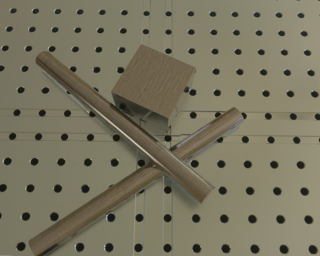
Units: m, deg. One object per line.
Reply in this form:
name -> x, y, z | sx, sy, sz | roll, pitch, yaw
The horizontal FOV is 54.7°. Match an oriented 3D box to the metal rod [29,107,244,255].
metal rod -> -0.020, 0.061, 0.389 | 0.301, 0.025, 0.025 | -32, 74, -12

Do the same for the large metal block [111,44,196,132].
large metal block -> -0.007, -0.054, 0.418 | 0.080, 0.050, 0.080 | 26, 72, 8

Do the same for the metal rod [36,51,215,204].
metal rod -> -0.057, -0.012, 0.397 | 0.300, 0.025, 0.025 | 38, 74, 19
